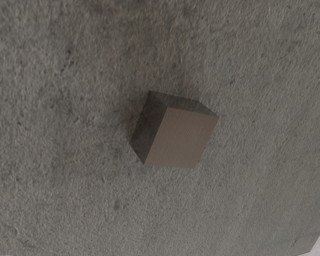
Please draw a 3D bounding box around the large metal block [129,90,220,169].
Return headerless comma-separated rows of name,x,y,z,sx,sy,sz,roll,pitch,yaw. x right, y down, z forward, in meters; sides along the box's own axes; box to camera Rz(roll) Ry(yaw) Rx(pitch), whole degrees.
large metal block,0.017,0.004,0.404,0.081,0.050,0.079,9,114,-33
